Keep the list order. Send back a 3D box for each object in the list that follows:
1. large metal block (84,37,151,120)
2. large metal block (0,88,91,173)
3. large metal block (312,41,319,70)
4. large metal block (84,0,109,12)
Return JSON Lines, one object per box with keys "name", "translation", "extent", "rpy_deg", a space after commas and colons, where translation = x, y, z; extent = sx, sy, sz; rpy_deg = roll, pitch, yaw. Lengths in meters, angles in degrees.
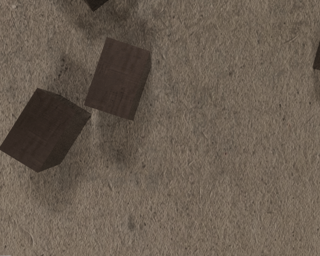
{"name": "large metal block", "translation": [-0.048, -0.055, 0.382], "extent": [0.050, 0.080, 0.080], "rpy_deg": [18, 90, 0]}
{"name": "large metal block", "translation": [-0.135, 0.002, 0.381], "extent": [0.050, 0.080, 0.080], "rpy_deg": [32, 90, -1]}
{"name": "large metal block", "translation": [0.259, -0.110, 0.401], "extent": [0.080, 0.050, 0.080], "rpy_deg": [15, 90, -1]}
{"name": "large metal block", "translation": [-0.084, -0.213, 0.396], "extent": [0.080, 0.050, 0.080], "rpy_deg": [-39, 91, 0]}
